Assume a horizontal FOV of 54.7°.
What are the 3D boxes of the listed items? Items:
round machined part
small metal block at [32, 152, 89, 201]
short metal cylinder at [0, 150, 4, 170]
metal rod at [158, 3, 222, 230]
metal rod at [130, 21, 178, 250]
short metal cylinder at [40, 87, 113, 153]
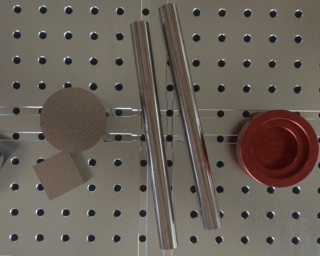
[{"bbox_3d":[0.149,0.026,0.406,0.099,0.042,0.097,0,90,0],"label":"round machined part"},{"bbox_3d":[-0.131,0.060,0.412,0.050,0.025,0.050,-27,90,0],"label":"small metal block"},{"bbox_3d":[-0.244,0.052,0.384,0.050,0.080,0.080,27,90,0],"label":"short metal cylinder"},{"bbox_3d":[0.040,-0.015,0.413,0.025,0.025,0.298,-12,90,0],"label":"metal rod"},{"bbox_3d":[-0.008,0.010,0.413,0.025,0.025,0.298,-8,90,0],"label":"metal rod"},{"bbox_3d":[-0.105,-0.010,0.400,0.081,0.050,0.080,0,90,0],"label":"short metal cylinder"}]
